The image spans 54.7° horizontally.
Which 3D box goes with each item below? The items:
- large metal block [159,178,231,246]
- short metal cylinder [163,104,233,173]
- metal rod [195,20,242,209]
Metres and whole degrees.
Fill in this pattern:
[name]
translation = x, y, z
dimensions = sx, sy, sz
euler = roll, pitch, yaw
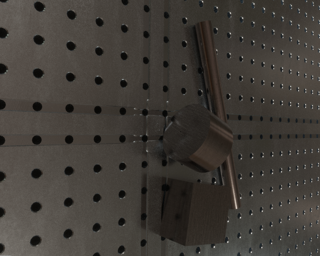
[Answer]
[large metal block]
translation = 0.052, 0.117, 0.439
dimensions = 0.081, 0.050, 0.080
euler = 14, 81, -39
[short metal cylinder]
translation = 0.050, 0.014, 0.418
dimensions = 0.050, 0.080, 0.080
euler = 31, 71, -36
[metal rod]
translation = 0.094, -0.014, 0.490
dimensions = 0.025, 0.025, 0.298
euler = -19, 103, -39
